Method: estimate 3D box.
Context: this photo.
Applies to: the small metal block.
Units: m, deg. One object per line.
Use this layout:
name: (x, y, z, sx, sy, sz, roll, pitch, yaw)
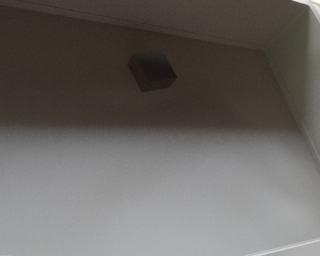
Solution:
small metal block: (-0.011, -0.083, 0.450, 0.050, 0.025, 0.050, -16, 70, -34)
